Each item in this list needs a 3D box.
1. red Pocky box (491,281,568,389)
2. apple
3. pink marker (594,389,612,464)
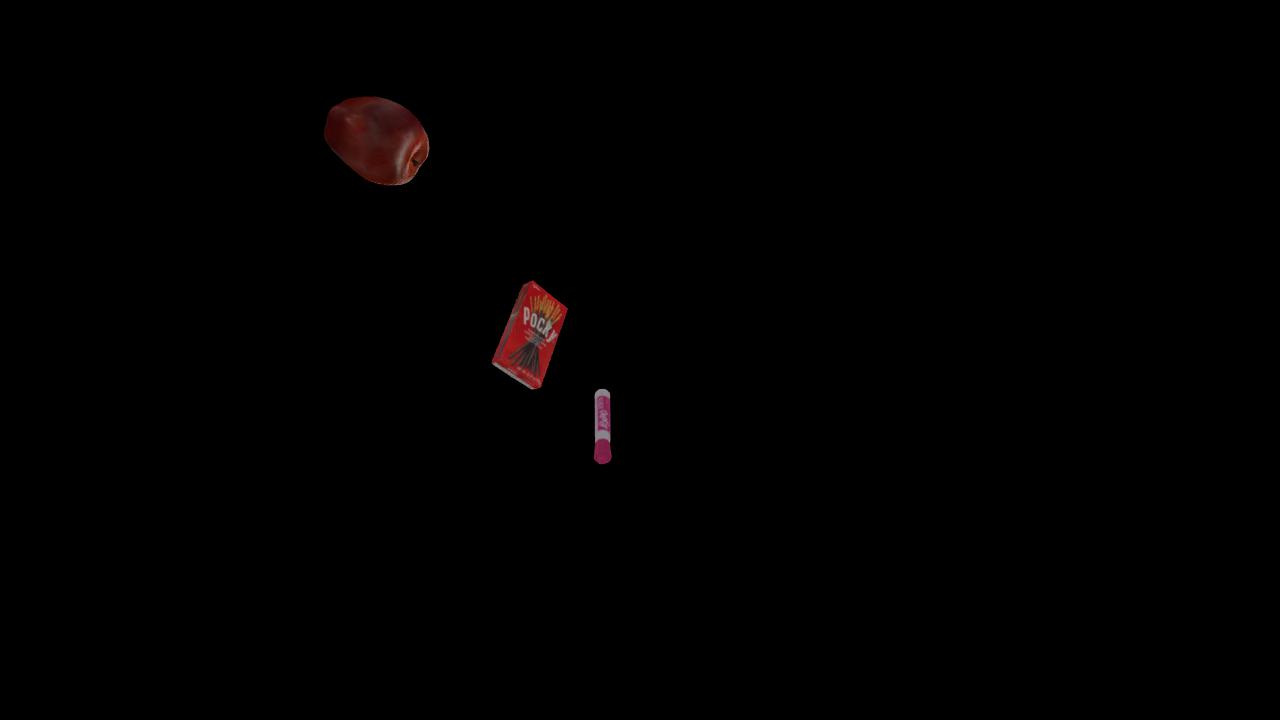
[{"bbox_3d":[-0.168,-0.040,0.955,0.028,0.155,0.083,-17,-42,41],"label":"red Pocky box"},{"bbox_3d":[-0.250,-0.210,0.588,0.093,0.079,0.079,28,0,1],"label":"apple"},{"bbox_3d":[-0.042,0.074,0.692,0.020,0.020,0.121,0,32,-4],"label":"pink marker"}]
